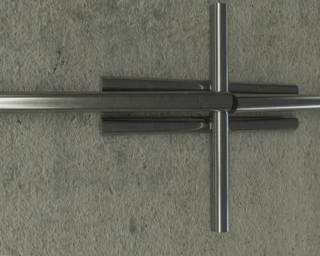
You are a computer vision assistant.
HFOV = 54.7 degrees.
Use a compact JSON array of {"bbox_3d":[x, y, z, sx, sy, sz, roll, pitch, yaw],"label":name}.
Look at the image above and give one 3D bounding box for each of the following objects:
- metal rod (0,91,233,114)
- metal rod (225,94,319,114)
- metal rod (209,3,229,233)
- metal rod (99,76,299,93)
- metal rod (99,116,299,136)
[{"bbox_3d":[-0.062,-0.030,0.361,0.302,0.025,0.025,-1,91,-11],"label":"metal rod"},{"bbox_3d":[0.220,-0.039,0.467,0.303,0.025,0.025,-4,92,-30],"label":"metal rod"},{"bbox_3d":[0.079,-0.013,0.414,0.025,0.025,0.298,0,90,-20],"label":"metal rod"},{"bbox_3d":[0.068,-0.055,0.436,0.303,0.025,0.025,-1,91,-21],"label":"metal rod"},{"bbox_3d":[0.068,-0.005,0.436,0.303,0.025,0.025,-1,91,-21],"label":"metal rod"}]
